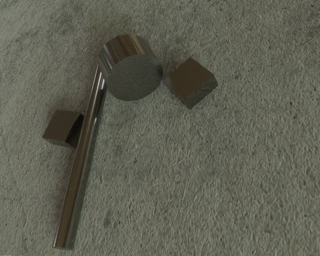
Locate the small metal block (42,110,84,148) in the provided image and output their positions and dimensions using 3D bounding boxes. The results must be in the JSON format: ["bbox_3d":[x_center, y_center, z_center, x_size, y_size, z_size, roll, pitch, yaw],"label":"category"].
[{"bbox_3d":[-0.145,0.001,0.477,0.050,0.025,0.050,6,65,30],"label":"small metal block"}]

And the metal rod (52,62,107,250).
[{"bbox_3d":[-0.104,0.015,0.446,0.025,0.025,0.299,-8,58,23],"label":"metal rod"}]

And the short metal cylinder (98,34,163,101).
[{"bbox_3d":[-0.042,-0.085,0.441,0.080,0.080,0.050,-33,52,7],"label":"short metal cylinder"}]

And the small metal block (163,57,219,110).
[{"bbox_3d":[0.041,-0.061,0.419,0.050,0.025,0.050,-41,51,-1],"label":"small metal block"}]
